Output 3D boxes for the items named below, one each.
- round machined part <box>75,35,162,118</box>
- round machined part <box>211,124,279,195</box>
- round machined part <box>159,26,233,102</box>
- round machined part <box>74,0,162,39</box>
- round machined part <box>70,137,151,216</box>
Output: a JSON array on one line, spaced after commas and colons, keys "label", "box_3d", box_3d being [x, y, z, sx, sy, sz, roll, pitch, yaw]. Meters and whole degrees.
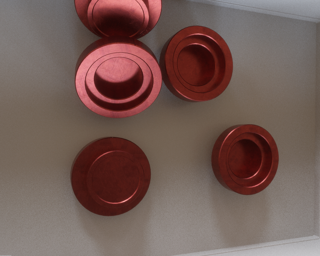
[{"label": "round machined part", "box_3d": [-0.049, -0.063, 0.366, 0.099, 0.042, 0.097, -7, 129, -9]}, {"label": "round machined part", "box_3d": [0.117, 0.043, 0.444, 0.099, 0.042, 0.097, 0, 90, -20]}, {"label": "round machined part", "box_3d": [0.045, -0.083, 0.418, 0.099, 0.042, 0.097, 0, 90, -20]}, {"label": "round machined part", "box_3d": [-0.047, -0.137, 0.352, 0.099, 0.097, 0.042, 11, 50, -20]}, {"label": "round machined part", "box_3d": [-0.058, 0.060, 0.380, 0.099, 0.042, 0.097, 0, 90, -20]}]
